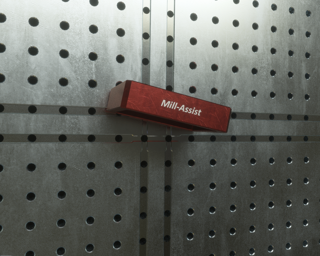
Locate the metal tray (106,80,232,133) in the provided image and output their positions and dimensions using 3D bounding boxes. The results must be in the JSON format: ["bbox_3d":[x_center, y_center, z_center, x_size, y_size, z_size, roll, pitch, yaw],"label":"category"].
[{"bbox_3d":[0.008,-0.022,0.380,0.131,0.090,0.030,13,86,-20],"label":"metal tray"}]
